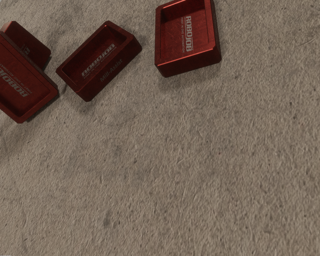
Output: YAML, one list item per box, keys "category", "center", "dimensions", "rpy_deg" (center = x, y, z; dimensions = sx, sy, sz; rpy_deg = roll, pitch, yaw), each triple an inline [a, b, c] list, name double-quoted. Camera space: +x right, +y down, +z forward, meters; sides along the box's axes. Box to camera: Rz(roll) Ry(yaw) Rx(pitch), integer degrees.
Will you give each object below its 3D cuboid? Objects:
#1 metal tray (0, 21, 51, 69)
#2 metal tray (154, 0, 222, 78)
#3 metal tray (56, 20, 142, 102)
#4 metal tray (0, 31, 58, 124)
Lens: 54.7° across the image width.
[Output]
- category: "metal tray"
  center: [-0.272, -0.118, 0.571]
  dimensions: [0.030, 0.090, 0.130]
  rpy_deg: [3, 63, 39]
- category: "metal tray"
  center: [0.039, -0.144, 0.467]
  dimensions: [0.090, 0.030, 0.130]
  rpy_deg: [-13, 56, 20]
- category: "metal tray"
  center: [-0.105, -0.115, 0.524]
  dimensions: [0.130, 0.030, 0.090]
  rpy_deg: [-46, 51, -4]
- category: "metal tray"
  center: [-0.247, -0.081, 0.511]
  dimensions: [0.090, 0.130, 0.030]
  rpy_deg: [-39, 31, 1]
